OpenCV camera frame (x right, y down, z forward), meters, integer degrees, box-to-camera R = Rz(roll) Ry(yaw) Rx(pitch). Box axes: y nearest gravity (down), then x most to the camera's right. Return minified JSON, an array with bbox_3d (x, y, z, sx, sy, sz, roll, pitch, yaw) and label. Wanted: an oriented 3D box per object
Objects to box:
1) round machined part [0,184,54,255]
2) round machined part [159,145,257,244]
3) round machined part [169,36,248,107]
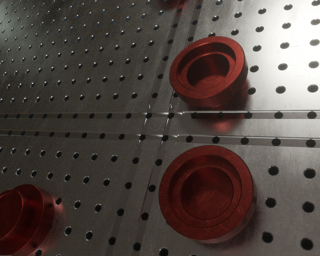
[{"bbox_3d":[-0.199,0.123,0.424,0.098,0.042,0.098,-13,56,20],"label":"round machined part"},{"bbox_3d":[0.052,0.071,0.326,0.098,0.042,0.098,-13,56,20],"label":"round machined part"},{"bbox_3d":[0.065,-0.068,0.404,0.098,0.042,0.098,-13,56,20],"label":"round machined part"}]
